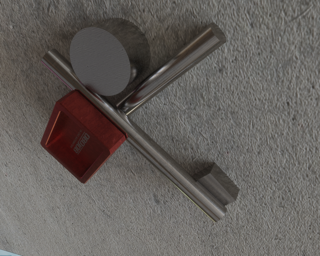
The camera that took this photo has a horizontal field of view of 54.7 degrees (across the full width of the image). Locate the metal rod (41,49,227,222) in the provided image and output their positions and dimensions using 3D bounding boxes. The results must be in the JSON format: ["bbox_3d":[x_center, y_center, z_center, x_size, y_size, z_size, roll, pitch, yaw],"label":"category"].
[{"bbox_3d":[-0.031,0.011,0.398,0.300,0.025,0.025,43,129,-2],"label":"metal rod"}]

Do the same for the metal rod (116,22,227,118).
[{"bbox_3d":[-0.039,-0.033,0.407,0.299,0.025,0.025,-33,100,38],"label":"metal rod"}]

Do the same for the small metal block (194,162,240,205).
[{"bbox_3d":[0.070,0.082,0.420,0.050,0.025,0.050,47,129,-6],"label":"small metal block"}]

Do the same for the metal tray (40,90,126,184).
[{"bbox_3d":[-0.110,0.018,0.422,0.090,0.030,0.129,43,141,-2],"label":"metal tray"}]

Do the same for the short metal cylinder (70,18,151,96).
[{"bbox_3d":[-0.058,-0.085,0.368,0.080,0.050,0.079,13,124,20],"label":"short metal cylinder"}]
